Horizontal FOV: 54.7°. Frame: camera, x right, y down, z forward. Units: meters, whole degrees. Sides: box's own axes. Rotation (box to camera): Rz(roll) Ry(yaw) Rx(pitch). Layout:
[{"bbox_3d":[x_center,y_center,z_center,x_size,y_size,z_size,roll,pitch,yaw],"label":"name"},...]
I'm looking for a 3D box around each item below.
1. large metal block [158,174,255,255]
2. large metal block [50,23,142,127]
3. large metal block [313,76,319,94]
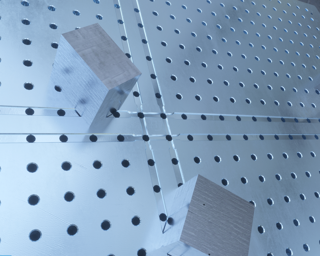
[{"bbox_3d":[0.055,0.113,0.355,0.080,0.050,0.080,30,52,-9],"label":"large metal block"},{"bbox_3d":[-0.079,-0.062,0.369,0.080,0.080,0.050,49,51,6],"label":"large metal block"},{"bbox_3d":[0.382,-0.108,0.649,0.050,0.080,0.080,44,51,2],"label":"large metal block"}]
